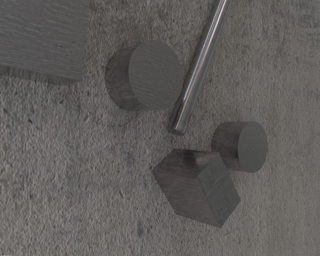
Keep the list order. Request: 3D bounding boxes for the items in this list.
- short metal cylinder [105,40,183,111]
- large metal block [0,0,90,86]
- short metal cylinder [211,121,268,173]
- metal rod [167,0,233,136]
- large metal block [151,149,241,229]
[{"bbox_3d":[-0.019,-0.060,0.373,0.081,0.050,0.080,0,90,-40],"label":"short metal cylinder"},{"bbox_3d":[-0.117,-0.088,0.290,0.081,0.050,0.080,7,86,-40],"label":"large metal block"},{"bbox_3d":[0.128,0.029,0.495,0.081,0.050,0.080,0,90,-40],"label":"short metal cylinder"},{"bbox_3d":[0.073,-0.128,0.465,0.025,0.025,0.299,33,69,-35],"label":"metal rod"},{"bbox_3d":[0.047,0.076,0.408,0.050,0.080,0.080,-42,116,-32],"label":"large metal block"}]
